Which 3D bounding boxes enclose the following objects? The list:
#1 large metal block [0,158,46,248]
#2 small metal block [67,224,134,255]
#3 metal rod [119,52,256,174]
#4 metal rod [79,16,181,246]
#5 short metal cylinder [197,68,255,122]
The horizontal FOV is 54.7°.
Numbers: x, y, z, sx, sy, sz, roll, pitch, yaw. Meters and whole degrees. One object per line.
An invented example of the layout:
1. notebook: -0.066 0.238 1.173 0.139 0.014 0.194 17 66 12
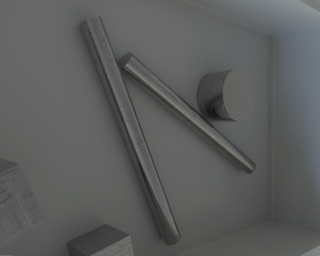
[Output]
1. large metal block: -0.152 0.065 0.244 0.081 0.080 0.050 -30 109 -36
2. small metal block: -0.065 0.132 0.338 0.050 0.050 0.025 -15 100 -39
3. metal rod: 0.057 -0.006 0.456 0.301 0.025 0.025 37 67 -34
4. metal rod: -0.030 0.016 0.383 0.025 0.025 0.298 -31 110 -36
5. short metal cylinder: 0.103 -0.049 0.479 0.081 0.050 0.079 0 90 -40
